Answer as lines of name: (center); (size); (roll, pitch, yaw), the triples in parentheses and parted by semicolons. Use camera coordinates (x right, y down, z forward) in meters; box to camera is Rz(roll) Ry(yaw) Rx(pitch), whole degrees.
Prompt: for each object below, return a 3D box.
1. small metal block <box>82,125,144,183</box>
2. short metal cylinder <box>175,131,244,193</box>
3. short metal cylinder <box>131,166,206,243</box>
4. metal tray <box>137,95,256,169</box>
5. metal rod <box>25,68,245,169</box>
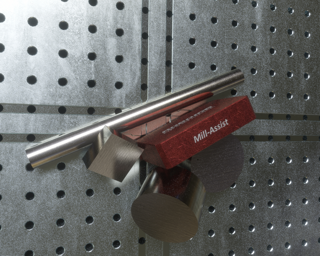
small metal block: (-0.056, 0.032, 0.375); (0.050, 0.025, 0.050); (31, 96, -37)
short metal cylinder: (0.064, 0.040, 0.414); (0.081, 0.050, 0.079); (-4, 100, -24)
short metal cylinder: (0.012, 0.092, 0.377); (0.080, 0.080, 0.050); (49, 34, -14)
metal tray: (0.042, 0.002, 0.390); (0.131, 0.090, 0.030); (-28, 100, -18)
metal rod: (-0.017, -0.020, 0.402); (0.302, 0.025, 0.025); (-23, 98, -19)
